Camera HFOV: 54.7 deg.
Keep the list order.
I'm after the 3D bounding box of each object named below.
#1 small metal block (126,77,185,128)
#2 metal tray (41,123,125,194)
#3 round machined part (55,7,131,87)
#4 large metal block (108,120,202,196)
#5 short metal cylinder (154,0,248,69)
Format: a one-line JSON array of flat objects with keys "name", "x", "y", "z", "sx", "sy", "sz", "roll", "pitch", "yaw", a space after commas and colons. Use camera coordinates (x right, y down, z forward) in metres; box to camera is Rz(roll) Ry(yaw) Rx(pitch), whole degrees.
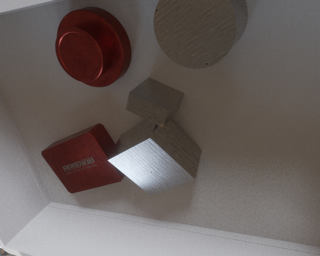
[{"name": "small metal block", "x": -0.005, "y": -0.032, "z": 0.374, "sx": 0.050, "sy": 0.050, "sz": 0.025, "roll": 26, "pitch": 127, "yaw": 12}, {"name": "metal tray", "x": -0.122, "y": 0.053, "z": 0.500, "sx": 0.130, "sy": 0.030, "sz": 0.090, "roll": -20, "pitch": 108, "yaw": 35}, {"name": "round machined part", "x": -0.089, "y": -0.095, "z": 0.384, "sx": 0.098, "sy": 0.042, "sz": 0.097, "roll": 13, "pitch": 124, "yaw": 20}, {"name": "large metal block", "x": -0.006, "y": 0.036, "z": 0.404, "sx": 0.080, "sy": 0.050, "sz": 0.080, "roll": -29, "pitch": 117, "yaw": 37}, {"name": "short metal cylinder", "x": 0.041, "y": -0.105, "z": 0.305, "sx": 0.080, "sy": 0.050, "sz": 0.079, "roll": 13, "pitch": 124, "yaw": 20}]
